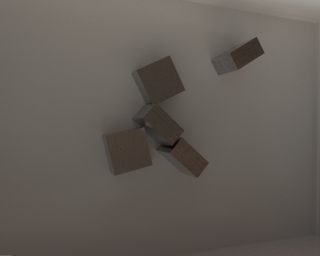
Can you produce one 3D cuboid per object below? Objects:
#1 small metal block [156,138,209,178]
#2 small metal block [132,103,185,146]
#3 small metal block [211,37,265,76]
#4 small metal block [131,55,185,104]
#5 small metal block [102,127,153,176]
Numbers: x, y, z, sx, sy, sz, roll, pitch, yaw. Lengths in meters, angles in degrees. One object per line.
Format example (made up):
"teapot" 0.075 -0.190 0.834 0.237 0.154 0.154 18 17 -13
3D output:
"small metal block" 0.029 0.037 0.409 0.050 0.050 0.025 43 77 -16
"small metal block" -0.004 -0.004 0.397 0.050 0.050 0.025 44 76 -15
"small metal block" 0.109 -0.101 0.439 0.050 0.050 0.025 -33 101 -17
"small metal block" -0.002 -0.061 0.411 0.050 0.025 0.050 -28 100 -18
"small metal block" -0.042 0.029 0.396 0.050 0.025 0.050 -14 95 -20
